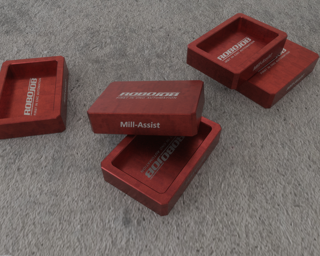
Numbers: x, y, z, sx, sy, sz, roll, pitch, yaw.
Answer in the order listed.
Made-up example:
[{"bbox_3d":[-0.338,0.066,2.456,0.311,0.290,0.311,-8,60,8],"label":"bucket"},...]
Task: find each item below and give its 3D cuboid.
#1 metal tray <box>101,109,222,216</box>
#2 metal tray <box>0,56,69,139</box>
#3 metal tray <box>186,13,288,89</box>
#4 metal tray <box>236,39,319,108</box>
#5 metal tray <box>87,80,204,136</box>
[{"bbox_3d":[0.005,0.029,0.375,0.090,0.030,0.131,27,55,21],"label":"metal tray"},{"bbox_3d":[-0.180,-0.048,0.438,0.091,0.030,0.130,-7,50,-6],"label":"metal tray"},{"bbox_3d":[0.114,-0.118,0.460,0.090,0.030,0.131,37,59,27],"label":"metal tray"},{"bbox_3d":[0.170,-0.093,0.479,0.131,0.030,0.090,-36,59,-27],"label":"metal tray"},{"bbox_3d":[-0.013,-0.028,0.393,0.131,0.030,0.090,1,33,14],"label":"metal tray"}]
